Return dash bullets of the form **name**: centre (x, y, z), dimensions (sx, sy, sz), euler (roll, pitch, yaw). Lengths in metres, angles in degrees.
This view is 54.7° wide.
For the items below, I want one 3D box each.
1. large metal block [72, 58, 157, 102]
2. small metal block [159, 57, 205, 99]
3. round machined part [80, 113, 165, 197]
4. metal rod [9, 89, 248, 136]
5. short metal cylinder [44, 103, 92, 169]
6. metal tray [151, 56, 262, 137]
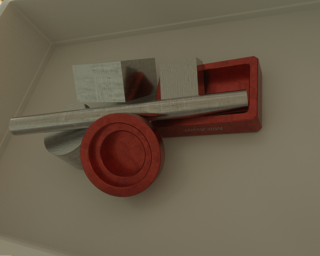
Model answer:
- **large metal block**: centre (-0.060, -0.067, 0.430), dimensions (0.080, 0.080, 0.050), euler (3, 105, 30)
- **small metal block**: centre (0.028, -0.060, 0.397), dimensions (0.050, 0.025, 0.050), euler (-5, 86, 26)
- **round machined part**: centre (-0.042, 0.030, 0.374), dimensions (0.098, 0.042, 0.097), euler (1, 95, 13)
- **metal rod**: centre (-0.047, -0.017, 0.384), dimensions (0.301, 0.025, 0.025), euler (-6, 59, 12)
- **short metal cylinder**: centre (-0.114, 0.012, 0.437), dimensions (0.080, 0.050, 0.080), euler (-13, 56, 20)
- **metal tray**: centre (0.059, -0.037, 0.391), dimensions (0.130, 0.030, 0.090), euler (-4, 60, 25)
